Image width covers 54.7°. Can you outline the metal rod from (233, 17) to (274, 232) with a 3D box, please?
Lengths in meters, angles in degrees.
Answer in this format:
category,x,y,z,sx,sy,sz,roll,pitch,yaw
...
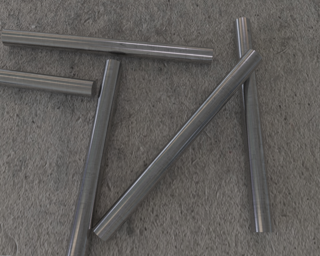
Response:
category,x,y,z,sx,sy,sz,roll,pitch,yaw
metal rod,0.122,-0.018,0.415,0.025,0.025,0.299,1,70,0

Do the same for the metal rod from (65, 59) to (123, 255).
category,x,y,z,sx,sy,sz,roll,pitch,yaw
metal rod,-0.083,0.049,0.389,0.025,0.025,0.299,6,70,2

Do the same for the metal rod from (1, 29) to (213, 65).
category,x,y,z,sx,sy,sz,roll,pitch,yaw
metal rod,-0.076,-0.118,0.450,0.302,0.025,0.025,6,70,2

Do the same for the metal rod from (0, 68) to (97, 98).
category,x,y,z,sx,sy,sz,roll,pitch,yaw
metal rod,-0.240,-0.073,0.433,0.302,0.025,0.025,8,70,2

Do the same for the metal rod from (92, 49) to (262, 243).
category,x,y,z,sx,sy,sz,roll,pitch,yaw
metal rod,0.028,0.015,0.388,0.025,0.025,0.300,39,80,13
